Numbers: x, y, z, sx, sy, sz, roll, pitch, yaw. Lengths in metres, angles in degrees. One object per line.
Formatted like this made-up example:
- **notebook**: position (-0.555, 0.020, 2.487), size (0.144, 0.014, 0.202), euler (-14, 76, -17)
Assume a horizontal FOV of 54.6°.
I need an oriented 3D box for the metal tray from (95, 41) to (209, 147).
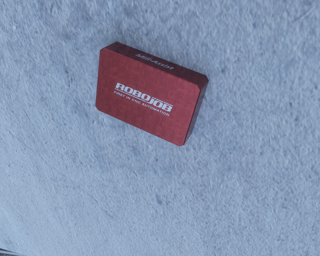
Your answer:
- **metal tray**: position (-0.015, -0.042, 0.386), size (0.130, 0.030, 0.089), euler (24, 127, 13)
